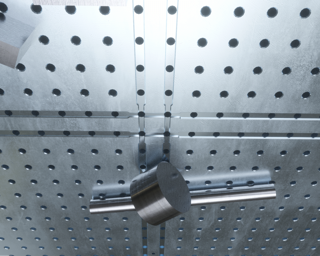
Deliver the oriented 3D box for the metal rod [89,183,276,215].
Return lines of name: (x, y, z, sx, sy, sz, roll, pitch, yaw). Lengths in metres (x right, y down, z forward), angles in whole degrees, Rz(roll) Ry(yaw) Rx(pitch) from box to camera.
metal rod: (0.034, 0.118, 0.512, 0.302, 0.025, 0.025, -6, 130, 4)

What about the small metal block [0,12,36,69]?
small metal block: (-0.162, -0.092, 0.314, 0.050, 0.050, 0.025, 22, 127, -18)

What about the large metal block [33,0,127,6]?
large metal block: (-0.069, -0.153, 0.264, 0.081, 0.050, 0.079, 0, 130, -1)

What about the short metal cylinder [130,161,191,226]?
short metal cylinder: (0.002, 0.096, 0.458, 0.050, 0.080, 0.080, -33, 123, 24)
